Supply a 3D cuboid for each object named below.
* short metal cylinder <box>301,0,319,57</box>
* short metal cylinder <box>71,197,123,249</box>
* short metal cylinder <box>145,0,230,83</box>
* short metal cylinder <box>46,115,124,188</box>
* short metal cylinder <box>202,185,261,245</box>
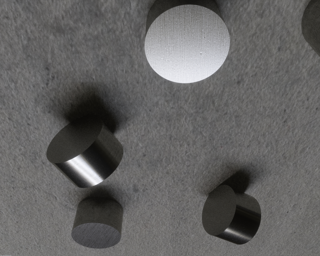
[{"bbox_3d":[0.191,-0.102,0.307,0.081,0.050,0.079,0,130,0],"label":"short metal cylinder"},{"bbox_3d":[-0.105,0.162,0.527,0.081,0.050,0.079,0,130,0],"label":"short metal cylinder"},{"bbox_3d":[0.026,-0.093,0.312,0.081,0.050,0.079,0,130,0],"label":"short metal cylinder"},{"bbox_3d":[-0.094,0.029,0.394,0.080,0.080,0.050,-20,128,16],"label":"short metal cylinder"},{"bbox_3d":[0.111,0.137,0.489,0.050,0.080,0.080,26,125,-21],"label":"short metal cylinder"}]
